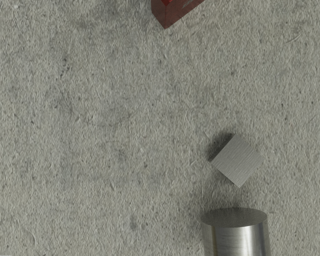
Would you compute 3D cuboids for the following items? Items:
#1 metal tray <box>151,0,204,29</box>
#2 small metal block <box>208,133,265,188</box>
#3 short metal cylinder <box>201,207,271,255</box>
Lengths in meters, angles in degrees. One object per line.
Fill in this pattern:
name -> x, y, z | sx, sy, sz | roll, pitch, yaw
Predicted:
metal tray -> 0.049, -0.183, 0.377 | 0.130, 0.090, 0.030 | -37, 90, 0
small metal block -> 0.100, 0.042, 0.411 | 0.050, 0.025, 0.050 | 41, 90, 0
short metal cylinder -> 0.093, 0.134, 0.383 | 0.080, 0.080, 0.050 | -6, 90, 0
